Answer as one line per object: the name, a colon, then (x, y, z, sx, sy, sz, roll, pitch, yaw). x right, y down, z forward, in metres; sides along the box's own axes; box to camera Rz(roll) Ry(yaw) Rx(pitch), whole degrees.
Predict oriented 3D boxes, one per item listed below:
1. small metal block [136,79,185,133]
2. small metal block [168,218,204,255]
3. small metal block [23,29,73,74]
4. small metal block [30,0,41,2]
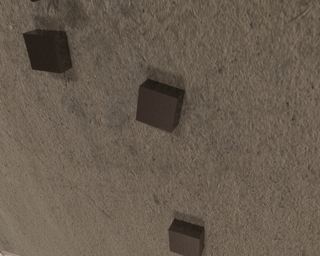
small metal block: (0.000, -0.028, 0.388, 0.050, 0.025, 0.050, 20, 126, 16)
small metal block: (0.042, 0.177, 0.493, 0.050, 0.025, 0.050, 10, 123, 22)
small metal block: (-0.151, -0.104, 0.420, 0.050, 0.025, 0.050, 11, 123, 22)
small metal block: (-0.142, -0.176, 0.355, 0.050, 0.050, 0.025, 45, 129, -4)
